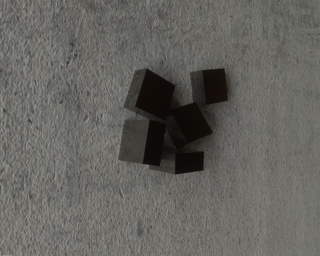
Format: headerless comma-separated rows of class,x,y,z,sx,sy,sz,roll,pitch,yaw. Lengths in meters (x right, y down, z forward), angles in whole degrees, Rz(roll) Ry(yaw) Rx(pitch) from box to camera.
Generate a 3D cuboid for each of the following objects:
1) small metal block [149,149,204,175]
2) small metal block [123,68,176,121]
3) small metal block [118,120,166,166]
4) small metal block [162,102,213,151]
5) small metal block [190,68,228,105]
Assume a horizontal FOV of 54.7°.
small metal block,0.022,0.042,0.406,0.050,0.050,0.025,-1,92,-40
small metal block,-0.012,-0.040,0.394,0.050,0.025,0.050,25,74,-37
small metal block,-0.022,0.017,0.370,0.025,0.050,0.050,14,81,-39
small metal block,0.037,-0.003,0.423,0.050,0.025,0.050,-19,77,-39
small metal block,0.074,-0.062,0.466,0.050,0.025,0.050,-13,98,-39
